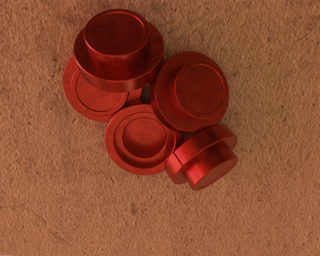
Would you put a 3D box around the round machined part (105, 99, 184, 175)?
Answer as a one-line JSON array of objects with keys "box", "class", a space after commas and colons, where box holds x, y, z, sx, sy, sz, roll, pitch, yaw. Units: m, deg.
[{"box": [-0.019, 0.009, 0.405, 0.099, 0.042, 0.097, 0, 110, -1], "class": "round machined part"}]

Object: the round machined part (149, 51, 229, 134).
[{"box": [0.040, -0.043, 0.364, 0.099, 0.042, 0.097, 1, 86, -21], "class": "round machined part"}]

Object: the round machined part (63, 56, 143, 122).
[{"box": [-0.071, -0.053, 0.383, 0.099, 0.042, 0.097, 0, 110, -1], "class": "round machined part"}]

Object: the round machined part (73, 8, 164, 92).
[{"box": [-0.045, -0.090, 0.337, 0.099, 0.098, 0.042, 1, 152, -1], "class": "round machined part"}]

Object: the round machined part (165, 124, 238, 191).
[{"box": [0.058, 0.043, 0.389, 0.098, 0.098, 0.042, -41, 65, 13], "class": "round machined part"}]
